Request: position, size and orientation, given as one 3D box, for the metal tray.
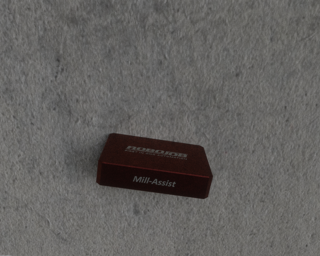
[{"bbox_3d":[-0.006,0.045,0.391,0.131,0.090,0.030,8,110,-3],"label":"metal tray"}]
